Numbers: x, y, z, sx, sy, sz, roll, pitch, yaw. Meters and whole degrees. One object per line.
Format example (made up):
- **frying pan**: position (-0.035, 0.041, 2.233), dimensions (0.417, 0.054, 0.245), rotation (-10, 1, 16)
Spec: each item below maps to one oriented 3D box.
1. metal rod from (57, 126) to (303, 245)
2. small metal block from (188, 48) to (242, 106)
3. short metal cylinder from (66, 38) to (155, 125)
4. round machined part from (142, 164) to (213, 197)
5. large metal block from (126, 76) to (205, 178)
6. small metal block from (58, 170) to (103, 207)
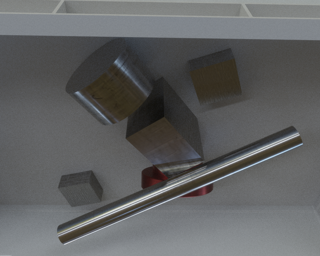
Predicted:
- **metal rod**: position (0.018, 0.070, 0.365), dimensions (0.301, 0.025, 0.025), rotation (-24, 127, 6)
- **small metal block**: position (0.064, -0.058, 0.360), dimensions (0.050, 0.025, 0.050), rotation (-15, 129, 12)
- **short metal cylinder**: position (-0.052, -0.049, 0.330), dimensions (0.080, 0.080, 0.050), rotation (-28, 125, 21)
- **round machined part**: position (0.024, 0.060, 0.426), dimensions (0.099, 0.098, 0.042), rotation (1, 95, -2)
- **large metal block**: position (0.007, -0.001, 0.372), dimensions (0.050, 0.080, 0.080), rotation (-29, 124, 21)
- **small metal block**: position (-0.124, 0.097, 0.490), dimensions (0.050, 0.025, 0.050), rotation (-11, 130, 8)
